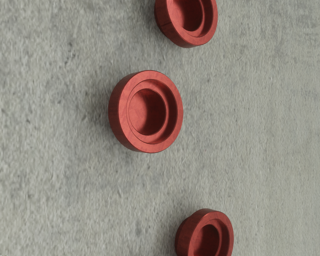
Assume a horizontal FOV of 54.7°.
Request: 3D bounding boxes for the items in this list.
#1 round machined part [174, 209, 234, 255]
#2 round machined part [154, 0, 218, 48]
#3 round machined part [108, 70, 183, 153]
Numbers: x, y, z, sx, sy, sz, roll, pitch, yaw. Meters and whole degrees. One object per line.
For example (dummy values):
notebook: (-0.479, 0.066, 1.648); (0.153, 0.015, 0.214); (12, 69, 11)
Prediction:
round machined part: (0.060, 0.165, 0.447); (0.099, 0.042, 0.097); (0, 90, -40)
round machined part: (0.031, -0.158, 0.421); (0.099, 0.042, 0.097); (0, 90, -40)
round machined part: (-0.021, -0.019, 0.378); (0.099, 0.042, 0.097); (0, 90, -40)
